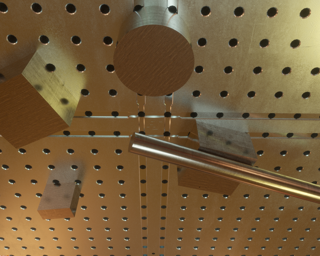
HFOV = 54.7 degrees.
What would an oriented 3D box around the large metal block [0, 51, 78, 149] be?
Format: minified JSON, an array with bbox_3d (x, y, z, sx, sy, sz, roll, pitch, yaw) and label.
[{"bbox_3d":[-0.159,-0.031,0.367,0.080,0.050,0.080,-21,128,16],"label":"large metal block"}]

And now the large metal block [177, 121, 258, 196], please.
[{"bbox_3d":[0.076,0.044,0.434,0.081,0.050,0.079,13,129,-12],"label":"large metal block"}]

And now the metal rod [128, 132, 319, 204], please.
[{"bbox_3d":[0.107,0.058,0.397,0.302,0.025,0.025,17,128,-15],"label":"metal rod"}]

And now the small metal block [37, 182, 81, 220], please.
[{"bbox_3d":[-0.158,0.115,0.491,0.050,0.050,0.025,-5,130,4],"label":"small metal block"}]

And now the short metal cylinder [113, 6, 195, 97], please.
[{"bbox_3d":[-0.006,-0.080,0.327,0.081,0.050,0.079,0,130,0],"label":"short metal cylinder"}]
